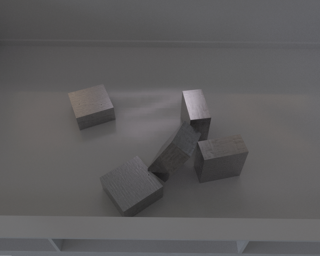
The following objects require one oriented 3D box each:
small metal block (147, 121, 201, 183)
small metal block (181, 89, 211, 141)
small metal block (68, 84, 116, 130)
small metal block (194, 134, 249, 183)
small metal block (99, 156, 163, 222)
[{"bbox_3d":[0.017,0.026,0.354,0.025,0.050,0.050,38,34,-2],"label":"small metal block"},{"bbox_3d":[0.045,-0.014,0.401,0.025,0.050,0.050,-7,50,-5],"label":"small metal block"},{"bbox_3d":[-0.094,-0.030,0.429,0.050,0.025,0.050,-18,52,-15],"label":"small metal block"},{"bbox_3d":[0.069,0.036,0.359,0.050,0.050,0.025,-10,51,-8],"label":"small metal block"},{"bbox_3d":[-0.032,0.067,0.348,0.050,0.025,0.050,-29,56,-22],"label":"small metal block"}]
